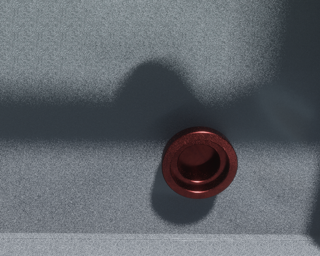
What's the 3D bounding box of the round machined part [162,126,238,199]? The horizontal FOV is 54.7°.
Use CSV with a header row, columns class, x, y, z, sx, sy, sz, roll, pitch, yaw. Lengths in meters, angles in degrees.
class,x,y,z,sx,sy,sz,roll,pitch,yaw
round machined part,0.051,0.043,0.419,0.099,0.042,0.097,0,110,-1
